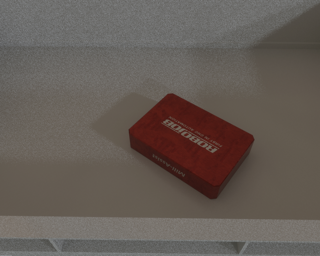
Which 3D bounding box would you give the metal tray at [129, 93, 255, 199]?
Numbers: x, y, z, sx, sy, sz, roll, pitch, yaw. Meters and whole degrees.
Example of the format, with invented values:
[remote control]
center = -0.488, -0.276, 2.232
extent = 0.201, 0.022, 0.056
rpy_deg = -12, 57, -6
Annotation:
[metal tray]
center = 0.038, 0.017, 0.388
extent = 0.130, 0.030, 0.090
rpy_deg = 31, 56, 23
